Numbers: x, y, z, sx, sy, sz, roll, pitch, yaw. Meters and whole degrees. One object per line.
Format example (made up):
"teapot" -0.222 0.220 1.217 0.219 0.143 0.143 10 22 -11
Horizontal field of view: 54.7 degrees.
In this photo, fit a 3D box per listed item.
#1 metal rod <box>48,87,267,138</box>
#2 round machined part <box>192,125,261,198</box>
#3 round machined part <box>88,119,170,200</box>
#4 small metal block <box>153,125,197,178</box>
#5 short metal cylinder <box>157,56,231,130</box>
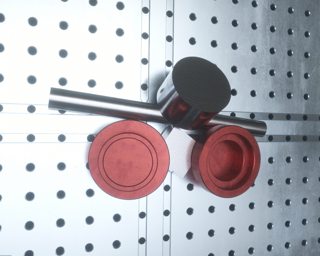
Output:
"metal rod" 0.012 -0.017 0.413 0.302 0.025 0.025 8 88 -20
"round machined part" 0.087 0.044 0.430 0.099 0.042 0.097 -1 93 -23
"round machined part" -0.037 0.038 0.372 0.099 0.042 0.097 0 91 -2
"small metal block" 0.021 0.031 0.417 0.050 0.025 0.050 38 78 -16
"short metal cylinder" 0.042 -0.044 0.395 0.081 0.050 0.080 10 61 -19
